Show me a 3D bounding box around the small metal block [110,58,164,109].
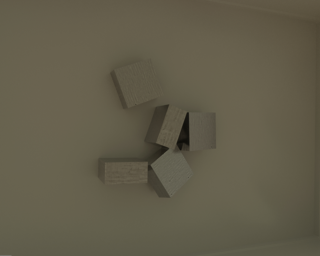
[{"bbox_3d":[-0.030,-0.057,0.399,0.050,0.025,0.050,-22,98,-19],"label":"small metal block"}]

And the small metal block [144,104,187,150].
[{"bbox_3d":[0.006,-0.001,0.399,0.025,0.050,0.050,21,83,-18],"label":"small metal block"}]

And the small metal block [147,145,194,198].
[{"bbox_3d":[0.010,0.056,0.406,0.050,0.025,0.050,-38,103,-35],"label":"small metal block"}]

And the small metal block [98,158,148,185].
[{"bbox_3d":[-0.047,0.052,0.380,0.050,0.050,0.025,1,90,-20],"label":"small metal block"}]

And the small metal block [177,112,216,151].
[{"bbox_3d":[0.050,0.004,0.421,0.050,0.025,0.050,-2,91,-38],"label":"small metal block"}]
